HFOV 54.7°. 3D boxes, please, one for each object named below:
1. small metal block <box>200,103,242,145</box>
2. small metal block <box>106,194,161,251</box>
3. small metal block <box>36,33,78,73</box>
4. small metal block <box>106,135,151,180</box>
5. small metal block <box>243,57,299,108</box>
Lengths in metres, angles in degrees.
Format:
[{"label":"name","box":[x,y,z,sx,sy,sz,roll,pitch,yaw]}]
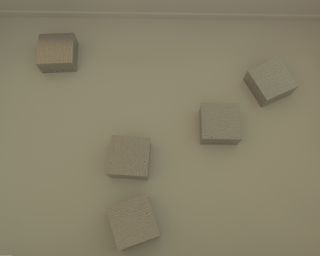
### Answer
[{"label":"small metal block","box":[0.079,-0.005,0.412,0.050,0.025,0.050,1,70,0]},{"label":"small metal block","box":[-0.031,0.112,0.368,0.050,0.025,0.050,-18,71,-7]},{"label":"small metal block","box":[-0.148,-0.109,0.448,0.050,0.025,0.050,-3,70,-1]},{"label":"small metal block","box":[-0.039,0.038,0.395,0.050,0.025,0.050,4,70,1]},{"label":"small metal block","box":[0.154,-0.064,0.434,0.050,0.025,0.050,-24,72,-9]}]
